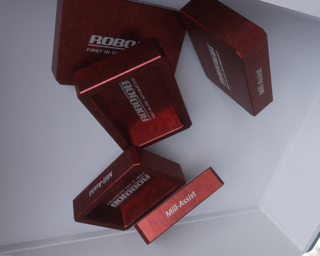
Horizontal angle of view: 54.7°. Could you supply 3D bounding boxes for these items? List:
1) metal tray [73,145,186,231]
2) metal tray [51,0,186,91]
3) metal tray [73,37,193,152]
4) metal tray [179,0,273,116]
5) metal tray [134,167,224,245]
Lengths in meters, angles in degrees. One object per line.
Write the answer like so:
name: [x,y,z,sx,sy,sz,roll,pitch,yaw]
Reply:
metal tray: [-0.042,0.085,0.411,0.090,0.030,0.130,27,120,-38]
metal tray: [-0.041,-0.089,0.328,0.131,0.030,0.089,0,118,-29]
metal tray: [-0.022,-0.027,0.340,0.090,0.030,0.130,-24,145,3]
metal tray: [0.076,-0.075,0.337,0.030,0.090,0.130,-42,149,0]
metal tray: [0.026,0.113,0.449,0.131,0.030,0.090,-35,167,-12]
